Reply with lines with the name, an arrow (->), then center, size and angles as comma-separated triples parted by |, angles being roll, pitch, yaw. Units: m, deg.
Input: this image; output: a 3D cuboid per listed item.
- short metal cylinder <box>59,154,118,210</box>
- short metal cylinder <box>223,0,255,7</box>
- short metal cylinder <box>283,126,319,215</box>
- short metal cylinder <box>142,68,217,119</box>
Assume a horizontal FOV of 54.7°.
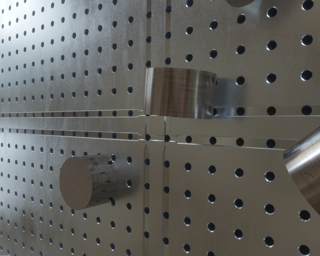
short metal cylinder -> -0.111, 0.082, 0.482 | 0.080, 0.050, 0.079 | 0, 90, 38
short metal cylinder -> 0.078, -0.170, 0.308 | 0.050, 0.081, 0.080 | 49, 119, 28
short metal cylinder -> 0.149, 0.036, 0.251 | 0.050, 0.081, 0.080 | -45, 64, 31
short metal cylinder -> 0.022, -0.038, 0.354 | 0.080, 0.081, 0.050 | 8, 95, 39
